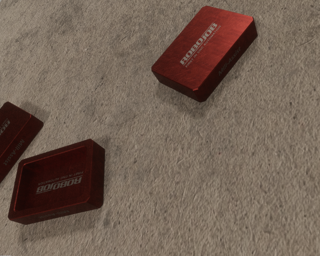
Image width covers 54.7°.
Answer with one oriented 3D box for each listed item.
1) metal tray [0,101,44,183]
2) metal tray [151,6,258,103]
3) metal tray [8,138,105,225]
[{"bbox_3d":[-0.268,0.025,0.523,0.090,0.030,0.130,23,74,36],"label":"metal tray"},{"bbox_3d":[0.061,-0.107,0.433,0.090,0.030,0.130,33,79,37],"label":"metal tray"},{"bbox_3d":[-0.141,0.075,0.426,0.130,0.030,0.090,-17,55,18],"label":"metal tray"}]
